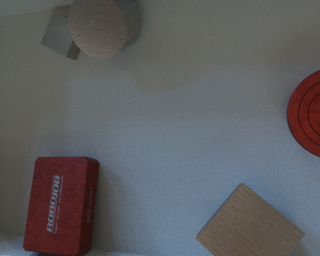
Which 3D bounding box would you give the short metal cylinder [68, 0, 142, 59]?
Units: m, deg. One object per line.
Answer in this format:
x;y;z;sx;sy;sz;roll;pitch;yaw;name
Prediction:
-0.071;-0.136;0.404;0.080;0.050;0.079;9;121;15;short metal cylinder

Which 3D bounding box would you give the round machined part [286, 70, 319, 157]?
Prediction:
0.190;-0.015;0.335;0.098;0.042;0.097;0;90;19;round machined part

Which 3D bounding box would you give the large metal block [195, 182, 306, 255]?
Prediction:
0.098;0.120;0.351;0.080;0.050;0.080;40;86;15;large metal block

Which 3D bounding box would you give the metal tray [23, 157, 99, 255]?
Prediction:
-0.139;0.107;0.439;0.090;0.030;0.129;-2;75;19;metal tray

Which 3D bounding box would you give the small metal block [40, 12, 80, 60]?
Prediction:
-0.141;-0.136;0.459;0.050;0.025;0.050;29;99;17;small metal block
